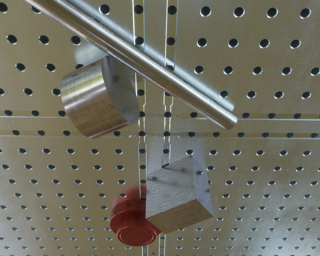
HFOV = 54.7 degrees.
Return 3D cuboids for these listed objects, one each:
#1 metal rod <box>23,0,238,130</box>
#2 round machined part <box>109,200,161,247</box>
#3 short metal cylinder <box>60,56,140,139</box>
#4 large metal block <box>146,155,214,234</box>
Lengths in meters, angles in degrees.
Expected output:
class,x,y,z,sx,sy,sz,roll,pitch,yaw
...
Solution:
class,x,y,z,sx,sy,sz,roll,pitch,yaw
metal rod,-0.027,-0.077,0.345,0.301,0.025,0.025,30,124,-24
round machined part,-0.040,0.174,0.548,0.099,0.042,0.097,-1,130,0
short metal cylinder,-0.064,-0.034,0.346,0.050,0.080,0.080,-21,127,16
large metal block,0.027,0.099,0.460,0.080,0.080,0.050,-27,125,20
